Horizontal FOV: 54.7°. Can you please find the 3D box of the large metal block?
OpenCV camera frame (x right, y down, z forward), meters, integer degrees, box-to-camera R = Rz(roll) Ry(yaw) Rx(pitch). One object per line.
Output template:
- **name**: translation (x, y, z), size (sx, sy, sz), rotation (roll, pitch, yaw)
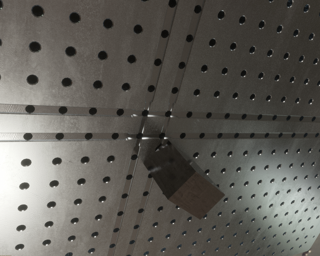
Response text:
- **large metal block**: translation (0.034, 0.073, 0.441), size (0.050, 0.080, 0.080), rotation (-46, 130, 4)
